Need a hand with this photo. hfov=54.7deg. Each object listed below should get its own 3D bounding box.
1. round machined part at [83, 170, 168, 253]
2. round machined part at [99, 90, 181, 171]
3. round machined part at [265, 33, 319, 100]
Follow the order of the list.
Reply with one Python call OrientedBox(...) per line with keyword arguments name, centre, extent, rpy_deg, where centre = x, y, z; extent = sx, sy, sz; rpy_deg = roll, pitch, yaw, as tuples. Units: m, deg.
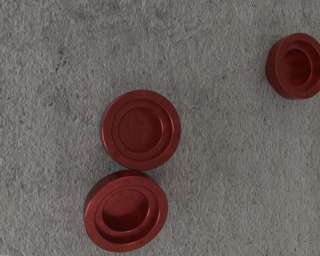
OrientedBox(name="round machined part", centre=(-0.043, 0.096, 0.376), extent=(0.099, 0.042, 0.097), rpy_deg=(-5, 106, -19))
OrientedBox(name="round machined part", centre=(-0.027, 0.003, 0.390), extent=(0.099, 0.042, 0.097), rpy_deg=(0, 90, -20))
OrientedBox(name="round machined part", centre=(0.202, -0.091, 0.474), extent=(0.099, 0.042, 0.097), rpy_deg=(0, 90, -20))
